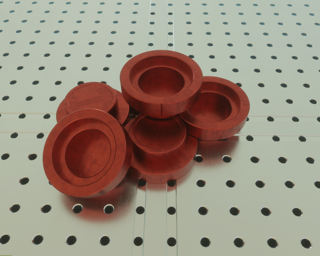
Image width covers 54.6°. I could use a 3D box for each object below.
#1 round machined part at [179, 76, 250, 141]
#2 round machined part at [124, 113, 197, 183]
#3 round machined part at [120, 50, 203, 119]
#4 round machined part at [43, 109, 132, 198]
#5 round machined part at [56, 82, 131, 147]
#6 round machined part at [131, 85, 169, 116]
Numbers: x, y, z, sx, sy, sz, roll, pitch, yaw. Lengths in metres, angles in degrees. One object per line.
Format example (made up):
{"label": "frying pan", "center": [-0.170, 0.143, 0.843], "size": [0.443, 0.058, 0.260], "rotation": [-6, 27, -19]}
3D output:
{"label": "round machined part", "center": [0.066, -0.022, 0.415], "size": [0.099, 0.042, 0.098], "rotation": [0, 50, 0]}
{"label": "round machined part", "center": [-0.003, 0.015, 0.383], "size": [0.099, 0.042, 0.098], "rotation": [0, 50, 0]}
{"label": "round machined part", "center": [0.002, -0.050, 0.383], "size": [0.099, 0.042, 0.098], "rotation": [0, 50, 0]}
{"label": "round machined part", "center": [-0.078, 0.030, 0.354], "size": [0.098, 0.042, 0.098], "rotation": [-4, 72, 13]}
{"label": "round machined part", "center": [-0.090, -0.024, 0.417], "size": [0.099, 0.042, 0.098], "rotation": [0, 50, 0]}
{"label": "round machined part", "center": [-0.003, -0.060, 0.447], "size": [0.099, 0.042, 0.098], "rotation": [0, 50, 0]}
